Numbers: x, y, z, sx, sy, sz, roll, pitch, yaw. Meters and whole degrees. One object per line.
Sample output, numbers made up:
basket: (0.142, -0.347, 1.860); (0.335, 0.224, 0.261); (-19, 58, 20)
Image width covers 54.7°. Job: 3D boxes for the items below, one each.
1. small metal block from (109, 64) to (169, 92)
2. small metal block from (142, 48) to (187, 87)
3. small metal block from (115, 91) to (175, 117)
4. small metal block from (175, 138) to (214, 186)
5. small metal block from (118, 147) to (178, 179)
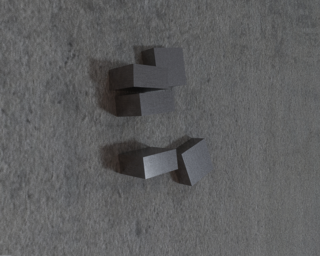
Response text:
small metal block: (-0.025, -0.058, 0.369); (0.050, 0.050, 0.025); (-2, 92, -40)
small metal block: (0.006, -0.079, 0.412); (0.050, 0.025, 0.050); (-12, 98, -40)
small metal block: (-0.019, -0.029, 0.375); (0.050, 0.050, 0.025); (-10, 97, -40)
small metal block: (0.046, 0.048, 0.446); (0.050, 0.025, 0.050); (-30, 109, -36)
small metal block: (-0.015, 0.041, 0.378); (0.050, 0.050, 0.025); (-11, 97, -40)
